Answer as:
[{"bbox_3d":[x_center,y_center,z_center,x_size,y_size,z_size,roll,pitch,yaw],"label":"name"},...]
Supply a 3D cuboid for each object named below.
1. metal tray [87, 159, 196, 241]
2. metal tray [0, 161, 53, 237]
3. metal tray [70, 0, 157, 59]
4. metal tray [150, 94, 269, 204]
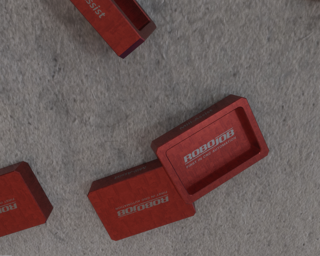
[{"bbox_3d":[-0.025,0.101,0.444,0.130,0.030,0.090,-20,109,7],"label":"metal tray"},{"bbox_3d":[-0.235,0.110,0.444,0.131,0.030,0.090,-18,109,6],"label":"metal tray"},{"bbox_3d":[-0.062,-0.140,0.320,0.030,0.090,0.130,-35,107,22],"label":"metal tray"},{"bbox_3d":[0.066,0.026,0.399,0.131,0.030,0.090,-31,108,-6],"label":"metal tray"}]
